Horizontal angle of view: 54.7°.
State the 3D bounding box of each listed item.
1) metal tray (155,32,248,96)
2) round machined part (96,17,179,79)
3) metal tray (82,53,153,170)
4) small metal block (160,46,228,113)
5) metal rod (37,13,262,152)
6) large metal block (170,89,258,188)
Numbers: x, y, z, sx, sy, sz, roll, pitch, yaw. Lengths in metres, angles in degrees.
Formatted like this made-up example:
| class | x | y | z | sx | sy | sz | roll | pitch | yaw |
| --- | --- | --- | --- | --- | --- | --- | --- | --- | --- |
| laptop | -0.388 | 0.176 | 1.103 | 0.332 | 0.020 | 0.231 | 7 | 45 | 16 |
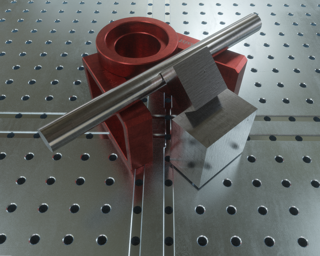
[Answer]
| class | x | y | z | sx | sy | sz | roll | pitch | yaw |
| --- | --- | --- | --- | --- | --- | --- | --- | --- | --- |
| metal tray | 0.046 | -0.076 | 0.429 | 0.130 | 0.089 | 0.030 | 25 | 55 | 19 |
| round machined part | -0.027 | -0.094 | 0.385 | 0.099 | 0.042 | 0.098 | 0 | 50 | 0 |
| metal tray | -0.053 | -0.023 | 0.384 | 0.030 | 0.089 | 0.130 | -23 | 54 | -18 |
| small metal block | 0.037 | -0.051 | 0.328 | 0.050 | 0.050 | 0.025 | -35 | 14 | -26 |
| metal rod | 0.010 | -0.064 | 0.344 | 0.302 | 0.025 | 0.025 | -33 | 58 | -25 |
| large metal block | 0.059 | 0.010 | 0.360 | 0.080 | 0.080 | 0.050 | -34 | 58 | -25 |
